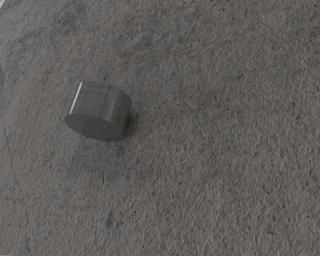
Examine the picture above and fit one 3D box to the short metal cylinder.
[{"bbox_3d":[-0.084,-0.021,0.427,0.080,0.080,0.050,-2,61,27],"label":"short metal cylinder"}]
